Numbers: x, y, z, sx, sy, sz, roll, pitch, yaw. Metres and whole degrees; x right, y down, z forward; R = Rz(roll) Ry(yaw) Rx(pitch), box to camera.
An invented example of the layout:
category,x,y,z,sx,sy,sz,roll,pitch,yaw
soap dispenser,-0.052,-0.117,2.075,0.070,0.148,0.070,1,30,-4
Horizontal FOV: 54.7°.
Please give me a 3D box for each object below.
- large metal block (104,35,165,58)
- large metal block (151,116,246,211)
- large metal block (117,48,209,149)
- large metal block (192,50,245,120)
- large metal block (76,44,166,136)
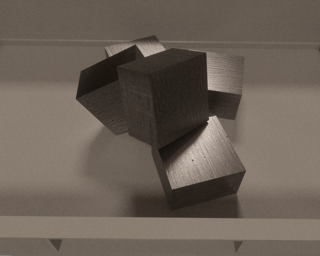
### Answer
category,x,y,z,sx,sy,sz,roll,pitch,yaw
large metal block,-0.029,-0.087,0.462,0.081,0.050,0.080,-18,53,-15
large metal block,0.039,0.039,0.357,0.081,0.050,0.080,-12,51,-11
large metal block,0.007,-0.036,0.337,0.081,0.079,0.050,-28,34,-35
large metal block,0.073,-0.063,0.443,0.080,0.050,0.080,10,51,7
large metal block,-0.044,-0.044,0.387,0.080,0.080,0.050,-21,47,19
